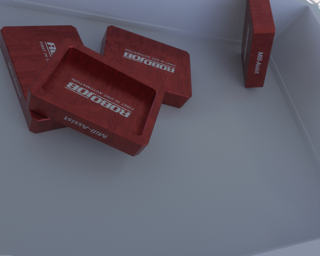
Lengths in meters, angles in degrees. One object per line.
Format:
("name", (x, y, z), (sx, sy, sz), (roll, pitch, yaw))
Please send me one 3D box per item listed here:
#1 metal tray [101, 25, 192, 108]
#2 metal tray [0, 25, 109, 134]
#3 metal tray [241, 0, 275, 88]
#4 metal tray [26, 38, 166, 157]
("metal tray", (-0.020, -0.087, 0.444), (0.131, 0.030, 0.090), (14, 56, -21))
("metal tray", (-0.127, -0.064, 0.373), (0.091, 0.030, 0.130), (-14, 69, -34))
("metal tray", (0.158, -0.140, 0.510), (0.030, 0.130, 0.090), (-1, 57, 8))
("metal tray", (-0.066, -0.035, 0.348), (0.131, 0.030, 0.090), (26, 53, -12))
